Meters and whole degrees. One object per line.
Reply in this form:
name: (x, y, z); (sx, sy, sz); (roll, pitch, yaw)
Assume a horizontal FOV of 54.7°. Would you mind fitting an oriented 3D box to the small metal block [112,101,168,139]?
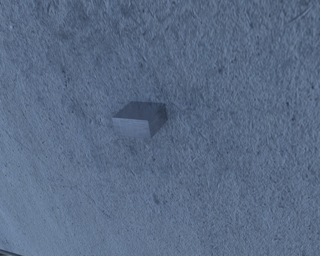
small metal block: (-0.025, -0.012, 0.396); (0.050, 0.050, 0.025); (5, 121, 25)
